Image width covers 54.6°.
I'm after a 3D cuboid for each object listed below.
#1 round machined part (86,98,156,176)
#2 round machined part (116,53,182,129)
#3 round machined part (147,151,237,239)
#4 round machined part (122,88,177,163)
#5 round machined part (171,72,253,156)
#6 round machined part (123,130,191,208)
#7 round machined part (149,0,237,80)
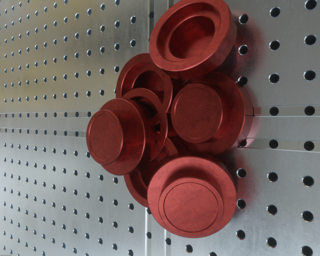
[{"bbox_3d":[-0.055,0.011,0.390,0.098,0.042,0.097,0,90,40],"label":"round machined part"},{"bbox_3d":[-0.010,-0.046,0.408,0.098,0.042,0.097,0,90,40],"label":"round machined part"},{"bbox_3d":[0.034,0.078,0.339,0.098,0.042,0.097,1,103,7],"label":"round machined part"},{"bbox_3d":[-0.015,-0.002,0.411,0.098,0.042,0.097,0,90,40],"label":"round machined part"},{"bbox_3d":[0.052,-0.016,0.356,0.098,0.042,0.097,0,90,40],"label":"round machined part"},{"bbox_3d":[0.001,0.051,0.398,0.098,0.042,0.097,0,90,40],"label":"round machined part"},{"bbox_3d":[0.040,-0.097,0.352,0.098,0.042,0.098,-14,62,28],"label":"round machined part"}]
